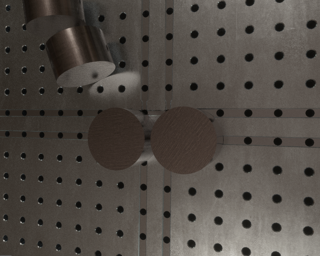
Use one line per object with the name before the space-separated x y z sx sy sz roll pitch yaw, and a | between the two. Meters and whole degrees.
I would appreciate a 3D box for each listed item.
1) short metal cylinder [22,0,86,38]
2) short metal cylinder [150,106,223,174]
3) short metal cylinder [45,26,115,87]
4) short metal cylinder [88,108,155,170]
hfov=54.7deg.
short metal cylinder | -0.148 -0.165 0.434 0.080 0.080 0.050 -10 87 19
short metal cylinder | 0.035 0.014 0.386 0.080 0.050 0.079 0 90 19
short metal cylinder | -0.107 -0.095 0.420 0.080 0.080 0.050 -22 83 18
short metal cylinder | -0.048 0.014 0.415 0.080 0.050 0.079 0 90 19
